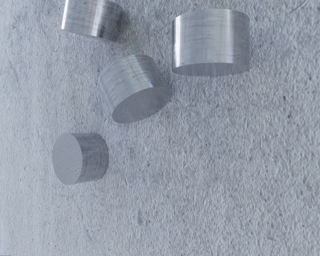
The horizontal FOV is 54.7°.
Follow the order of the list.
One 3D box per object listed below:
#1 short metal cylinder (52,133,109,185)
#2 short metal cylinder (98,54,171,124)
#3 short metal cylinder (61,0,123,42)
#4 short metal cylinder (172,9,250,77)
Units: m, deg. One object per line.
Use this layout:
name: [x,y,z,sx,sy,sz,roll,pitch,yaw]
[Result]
short metal cylinder: [-0.127,0.047,0.494,0.080,0.050,0.080,0,90,40]
short metal cylinder: [-0.033,-0.048,0.396,0.080,0.081,0.050,-40,66,33]
short metal cylinder: [-0.099,-0.159,0.451,0.080,0.081,0.050,21,104,38]
short metal cylinder: [0.053,-0.085,0.326,0.080,0.081,0.050,0,90,40]
